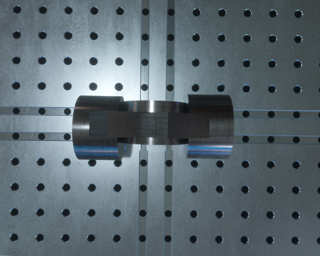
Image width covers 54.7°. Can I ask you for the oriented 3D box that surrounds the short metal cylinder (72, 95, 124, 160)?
[{"bbox_3d":[-0.073,0.000,0.385,0.050,0.080,0.079,1,90,0],"label":"short metal cylinder"}]

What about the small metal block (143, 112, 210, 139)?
[{"bbox_3d":[0.016,-0.002,0.324,0.050,0.050,0.025,1,90,-31],"label":"small metal block"}]

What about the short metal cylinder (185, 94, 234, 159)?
[{"bbox_3d":[0.058,-0.002,0.385,0.050,0.080,0.079,1,90,1],"label":"short metal cylinder"}]

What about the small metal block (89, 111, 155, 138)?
[{"bbox_3d":[-0.040,-0.004,0.319,0.050,0.050,0.025,1,90,-32],"label":"small metal block"}]

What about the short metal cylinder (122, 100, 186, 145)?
[{"bbox_3d":[-0.007,-0.006,0.385,0.081,0.080,0.050,1,90,0],"label":"short metal cylinder"}]
